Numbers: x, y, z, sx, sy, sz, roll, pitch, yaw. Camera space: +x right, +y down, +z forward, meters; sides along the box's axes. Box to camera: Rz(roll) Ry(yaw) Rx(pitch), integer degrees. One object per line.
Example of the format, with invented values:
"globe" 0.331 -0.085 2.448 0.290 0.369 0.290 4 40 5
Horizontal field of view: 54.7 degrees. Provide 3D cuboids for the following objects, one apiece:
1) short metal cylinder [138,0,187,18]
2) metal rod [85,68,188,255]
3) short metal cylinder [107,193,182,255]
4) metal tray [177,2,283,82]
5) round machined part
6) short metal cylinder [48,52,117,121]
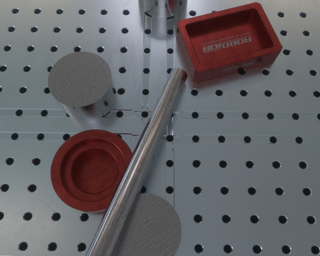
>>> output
"short metal cylinder" 0.005 -0.219 0.479 0.081 0.050 0.080 0 70 0
"metal rod" -0.022 0.038 0.356 0.025 0.025 0.300 19 55 7
"short metal cylinder" -0.017 0.119 0.355 0.081 0.050 0.080 0 70 0
"metal tray" 0.099 -0.128 0.456 0.131 0.030 0.090 -16 71 -6
"round machined part" -0.079 0.054 0.382 0.099 0.042 0.098 0 70 0
"short metal cylinder" -0.102 -0.055 0.418 0.081 0.050 0.080 0 70 0
